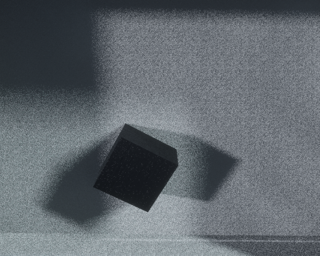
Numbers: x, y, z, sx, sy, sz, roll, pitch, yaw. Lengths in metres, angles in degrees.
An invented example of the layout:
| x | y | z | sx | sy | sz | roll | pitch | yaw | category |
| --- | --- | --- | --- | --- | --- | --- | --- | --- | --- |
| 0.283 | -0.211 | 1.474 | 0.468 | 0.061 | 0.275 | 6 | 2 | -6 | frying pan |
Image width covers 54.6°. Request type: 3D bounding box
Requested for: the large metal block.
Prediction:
| x | y | z | sx | sy | sz | roll | pitch | yaw | category |
| --- | --- | --- | --- | --- | --- | --- | --- | --- | --- |
| -0.031 | 0.053 | 0.417 | 0.080 | 0.050 | 0.080 | 28 | 108 | -10 | large metal block |
